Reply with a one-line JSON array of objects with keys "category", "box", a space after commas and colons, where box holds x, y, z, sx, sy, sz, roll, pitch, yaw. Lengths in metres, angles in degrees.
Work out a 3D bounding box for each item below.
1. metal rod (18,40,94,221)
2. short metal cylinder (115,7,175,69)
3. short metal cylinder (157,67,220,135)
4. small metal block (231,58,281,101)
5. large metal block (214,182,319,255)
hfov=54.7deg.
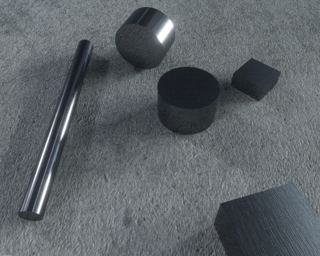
[{"category": "metal rod", "box": [-0.129, -0.022, 0.420, 0.025, 0.025, 0.300, 2, 50, 1]}, {"category": "short metal cylinder", "box": [-0.023, -0.139, 0.484, 0.080, 0.080, 0.050, 17, 52, 13]}, {"category": "short metal cylinder", "box": [0.037, -0.038, 0.419, 0.081, 0.050, 0.080, 0, 50, 0]}, {"category": "small metal block", "box": [0.144, -0.074, 0.466, 0.050, 0.025, 0.050, 35, 58, 26]}, {"category": "large metal block", "box": [0.108, 0.108, 0.297, 0.081, 0.050, 0.080, -13, 51, -11]}]
